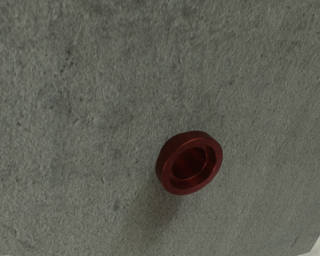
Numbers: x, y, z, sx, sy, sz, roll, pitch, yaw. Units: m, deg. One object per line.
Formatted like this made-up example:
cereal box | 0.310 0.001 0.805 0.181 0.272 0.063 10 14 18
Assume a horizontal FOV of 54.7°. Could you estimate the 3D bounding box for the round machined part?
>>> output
round machined part | 0.038 0.046 0.447 0.099 0.042 0.097 -14 125 -21
